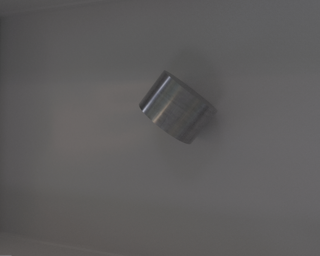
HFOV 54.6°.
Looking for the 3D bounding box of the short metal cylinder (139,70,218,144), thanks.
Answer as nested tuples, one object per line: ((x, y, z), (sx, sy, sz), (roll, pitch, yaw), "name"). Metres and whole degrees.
((0.022, -0.025, 0.374), (0.080, 0.080, 0.050), (41, 103, 15), "short metal cylinder")
